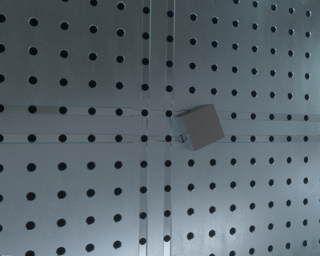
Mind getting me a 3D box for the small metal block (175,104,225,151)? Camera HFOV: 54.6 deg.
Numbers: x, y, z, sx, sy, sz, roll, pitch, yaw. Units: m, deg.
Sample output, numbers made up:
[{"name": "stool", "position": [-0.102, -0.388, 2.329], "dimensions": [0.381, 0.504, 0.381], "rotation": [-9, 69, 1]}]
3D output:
[{"name": "small metal block", "position": [0.056, -0.001, 0.433], "dimensions": [0.050, 0.025, 0.050], "rotation": [-23, 98, -19]}]
